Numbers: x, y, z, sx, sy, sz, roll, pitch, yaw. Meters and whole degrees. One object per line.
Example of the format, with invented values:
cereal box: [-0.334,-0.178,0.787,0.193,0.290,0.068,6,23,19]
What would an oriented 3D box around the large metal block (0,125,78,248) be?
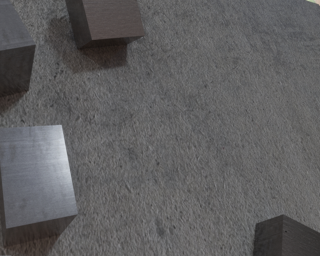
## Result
large metal block: [-0.114,0.052,0.275,0.050,0.080,0.080,-4,64,-30]

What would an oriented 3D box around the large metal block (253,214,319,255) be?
large metal block: [0.162,0.164,0.375,0.080,0.050,0.080,28,52,-11]

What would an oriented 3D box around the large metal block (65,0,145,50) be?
large metal block: [-0.076,-0.156,0.423,0.081,0.050,0.080,-17,97,-35]

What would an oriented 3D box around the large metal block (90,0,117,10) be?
large metal block: [-0.093,-0.246,0.488,0.080,0.050,0.080,38,51,-3]

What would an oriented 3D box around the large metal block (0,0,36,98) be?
large metal block: [-0.178,-0.087,0.326,0.050,0.080,0.080,-24,75,-36]
